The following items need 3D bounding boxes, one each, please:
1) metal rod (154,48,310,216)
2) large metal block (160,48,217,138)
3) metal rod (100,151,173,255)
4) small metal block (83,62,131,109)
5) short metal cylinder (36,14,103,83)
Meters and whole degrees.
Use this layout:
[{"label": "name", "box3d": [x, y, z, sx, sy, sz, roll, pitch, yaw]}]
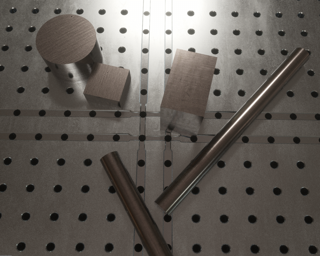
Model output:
[{"label": "metal rod", "box3d": [0.105, -0.005, 0.414, 0.025, 0.025, 0.301, 41, 75, 13]}, {"label": "large metal block", "box3d": [0.035, -0.041, 0.398, 0.050, 0.080, 0.080, 14, 71, 4]}, {"label": "metal rod", "box3d": [0.008, 0.159, 0.353, 0.025, 0.025, 0.299, -28, 73, -10]}, {"label": "small metal block", "box3d": [-0.073, -0.059, 0.433, 0.050, 0.025, 0.050, 13, 70, 4]}, {"label": "short metal cylinder", "box3d": [-0.126, -0.112, 0.438, 0.081, 0.050, 0.080, 0, 70, 0]}]
